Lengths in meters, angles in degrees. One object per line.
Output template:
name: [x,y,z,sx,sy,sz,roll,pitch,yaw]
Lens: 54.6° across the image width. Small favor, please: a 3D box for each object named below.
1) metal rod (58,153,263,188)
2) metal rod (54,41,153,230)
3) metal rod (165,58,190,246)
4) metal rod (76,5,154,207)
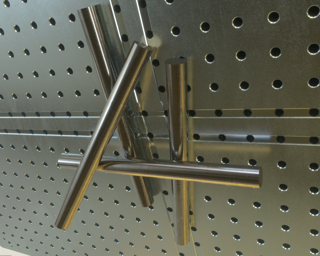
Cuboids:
metal rod: [-0.019,0.054,0.420,0.300,0.025,0.025,1,119,28]
metal rod: [-0.085,0.025,0.420,0.025,0.025,0.298,32,112,8]
metal rod: [0.027,0.052,0.429,0.025,0.025,0.298,10,123,23]
metal rod: [-0.054,-0.013,0.432,0.025,0.025,0.298,1,119,28]
